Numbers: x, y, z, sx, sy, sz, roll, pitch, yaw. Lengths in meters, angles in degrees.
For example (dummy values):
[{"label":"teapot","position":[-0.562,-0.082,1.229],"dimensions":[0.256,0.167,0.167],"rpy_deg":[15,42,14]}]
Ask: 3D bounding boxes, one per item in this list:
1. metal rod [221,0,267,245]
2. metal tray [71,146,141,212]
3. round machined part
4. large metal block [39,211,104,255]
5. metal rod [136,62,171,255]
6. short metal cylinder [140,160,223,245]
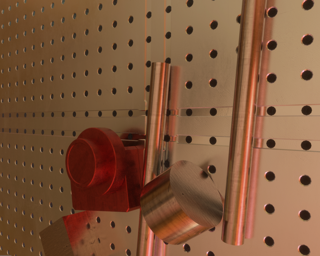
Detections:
[{"label":"metal rod","position":[0.091,-0.024,0.332],"dimensions":[0.025,0.025,0.298],"rpy_deg":[7,95,39]},{"label":"metal tray","position":[-0.087,0.079,0.475],"dimensions":[0.130,0.030,0.089],"rpy_deg":[-11,83,39]},{"label":"round machined part","position":[-0.096,0.048,0.435],"dimensions":[0.098,0.042,0.097],"rpy_deg":[0,90,39]},{"label":"large metal block","position":[-0.148,0.193,0.512],"dimensions":[0.080,0.050,0.080],"rpy_deg":[-37,68,33]},{"label":"metal rod","position":[-0.011,0.064,0.416],"dimensions":[0.025,0.025,0.298],"rpy_deg":[8,95,39]},{"label":"short metal cylinder","position":[0.025,0.084,0.351],"dimensions":[0.050,0.081,0.080],"rpy_deg":[-41,65,32]}]
